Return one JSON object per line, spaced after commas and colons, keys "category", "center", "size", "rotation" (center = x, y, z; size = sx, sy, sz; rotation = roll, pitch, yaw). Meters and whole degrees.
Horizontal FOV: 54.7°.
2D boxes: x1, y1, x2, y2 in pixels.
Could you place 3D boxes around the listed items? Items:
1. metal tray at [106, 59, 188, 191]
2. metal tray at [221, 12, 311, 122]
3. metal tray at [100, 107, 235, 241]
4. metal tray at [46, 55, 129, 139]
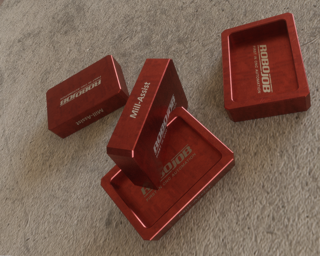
{"category": "metal tray", "center": [-0.007, -0.005, 0.358], "size": [0.030, 0.090, 0.130], "rotation": [6, 58, 24]}
{"category": "metal tray", "center": [0.125, -0.076, 0.381], "size": [0.090, 0.030, 0.130], "rotation": [-9, 57, 23]}
{"category": "metal tray", "center": [0.008, 0.050, 0.352], "size": [0.130, 0.030, 0.090], "rotation": [-44, 65, -3]}
{"category": "metal tray", "center": [-0.118, -0.050, 0.493], "size": [0.130, 0.030, 0.090], "rotation": [-27, 52, 11]}
